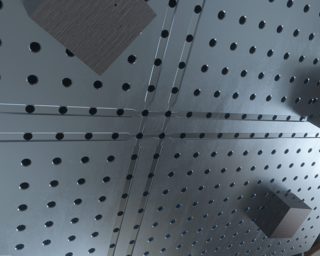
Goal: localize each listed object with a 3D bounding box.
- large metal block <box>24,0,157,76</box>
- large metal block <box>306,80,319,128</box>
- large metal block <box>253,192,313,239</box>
[{"bbox_3d":[-0.065,-0.111,0.292,0.080,0.050,0.080,-47,130,4],"label":"large metal block"},{"bbox_3d":[0.319,-0.043,0.546,0.081,0.050,0.079,-11,123,-23],"label":"large metal block"},{"bbox_3d":[0.259,0.185,0.655,0.081,0.050,0.079,13,112,-34],"label":"large metal block"}]
